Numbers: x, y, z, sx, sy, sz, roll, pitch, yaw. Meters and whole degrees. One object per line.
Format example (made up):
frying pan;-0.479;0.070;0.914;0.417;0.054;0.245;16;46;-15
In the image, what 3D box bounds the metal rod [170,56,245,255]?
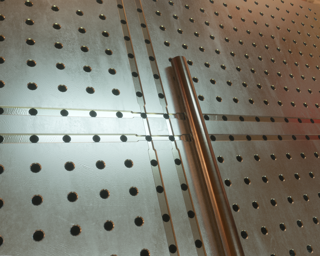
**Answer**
metal rod;0.058;0.026;0.422;0.025;0.025;0.299;2;61;-27
